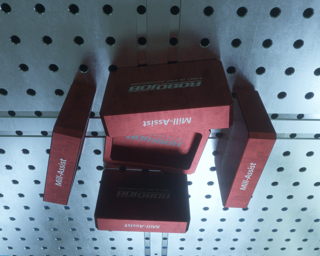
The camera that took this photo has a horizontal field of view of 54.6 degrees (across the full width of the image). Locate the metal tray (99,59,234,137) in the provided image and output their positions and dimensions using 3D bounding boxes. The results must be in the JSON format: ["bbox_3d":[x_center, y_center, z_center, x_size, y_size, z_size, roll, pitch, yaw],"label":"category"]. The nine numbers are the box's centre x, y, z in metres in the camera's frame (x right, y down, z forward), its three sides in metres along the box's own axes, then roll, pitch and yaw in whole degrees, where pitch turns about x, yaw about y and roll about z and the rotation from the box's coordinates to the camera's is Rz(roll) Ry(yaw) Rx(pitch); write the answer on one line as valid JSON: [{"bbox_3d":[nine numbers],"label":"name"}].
[{"bbox_3d":[0.007,-0.035,0.338,0.131,0.090,0.030,-5,130,4],"label":"metal tray"}]

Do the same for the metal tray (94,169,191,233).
[{"bbox_3d":[-0.024,0.106,0.459,0.131,0.090,0.030,3,130,-2],"label":"metal tray"}]

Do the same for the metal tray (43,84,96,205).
[{"bbox_3d":[-0.113,0.022,0.387,0.030,0.090,0.129,14,129,-11],"label":"metal tray"}]

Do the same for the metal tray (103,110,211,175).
[{"bbox_3d":[-0.007,0.016,0.421,0.131,0.030,0.089,8,130,-8],"label":"metal tray"}]

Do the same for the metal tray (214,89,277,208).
[{"bbox_3d":[0.101,0.028,0.393,0.030,0.090,0.129,3,130,-3],"label":"metal tray"}]
